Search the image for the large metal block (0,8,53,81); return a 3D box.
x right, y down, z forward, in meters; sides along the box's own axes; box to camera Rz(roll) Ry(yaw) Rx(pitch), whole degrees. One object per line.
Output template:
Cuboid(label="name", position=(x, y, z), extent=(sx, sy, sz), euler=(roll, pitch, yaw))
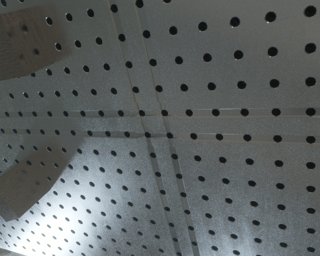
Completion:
Cuboid(label="large metal block", position=(-0.212, -0.114, 0.433), extent=(0.080, 0.050, 0.080), euler=(-3, 117, 29))

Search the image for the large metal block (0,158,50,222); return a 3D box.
Cuboid(label="large metal block", position=(-0.275, 0.118, 0.590), extent=(0.050, 0.080, 0.080), euler=(-22, 107, 36))
